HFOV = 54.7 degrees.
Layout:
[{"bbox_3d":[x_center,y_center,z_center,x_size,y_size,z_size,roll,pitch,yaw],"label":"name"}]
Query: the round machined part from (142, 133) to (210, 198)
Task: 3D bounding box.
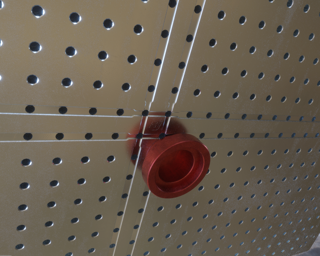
[{"bbox_3d":[0.019,0.049,0.443,0.099,0.042,0.097,-14,125,-21],"label":"round machined part"}]
